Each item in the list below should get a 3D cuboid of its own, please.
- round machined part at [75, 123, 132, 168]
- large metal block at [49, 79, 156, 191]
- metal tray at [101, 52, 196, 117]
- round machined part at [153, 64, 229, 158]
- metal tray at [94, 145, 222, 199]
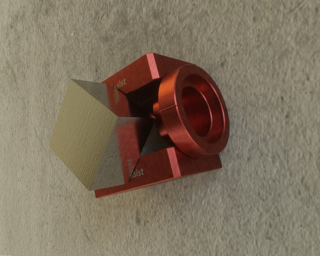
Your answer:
[{"bbox_3d":[-0.067,0.023,0.411,0.042,0.099,0.098,-20,78,38],"label":"round machined part"},{"bbox_3d":[-0.062,0.005,0.319,0.080,0.050,0.079,36,112,33],"label":"large metal block"},{"bbox_3d":[-0.026,-0.044,0.385,0.130,0.091,0.030,-23,76,37],"label":"metal tray"},{"bbox_3d":[0.030,-0.015,0.332,0.042,0.099,0.098,-20,78,38],"label":"round machined part"},{"bbox_3d":[-0.006,0.051,0.365,0.130,0.091,0.030,-22,76,37],"label":"metal tray"}]
